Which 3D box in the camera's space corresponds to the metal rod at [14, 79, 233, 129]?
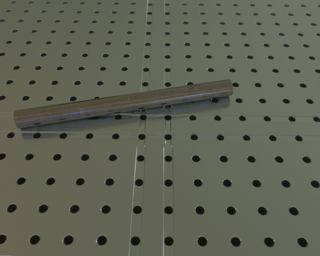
[{"bbox_3d":[-0.044,-0.036,0.436,0.302,0.025,0.025,-9,51,-9],"label":"metal rod"}]
